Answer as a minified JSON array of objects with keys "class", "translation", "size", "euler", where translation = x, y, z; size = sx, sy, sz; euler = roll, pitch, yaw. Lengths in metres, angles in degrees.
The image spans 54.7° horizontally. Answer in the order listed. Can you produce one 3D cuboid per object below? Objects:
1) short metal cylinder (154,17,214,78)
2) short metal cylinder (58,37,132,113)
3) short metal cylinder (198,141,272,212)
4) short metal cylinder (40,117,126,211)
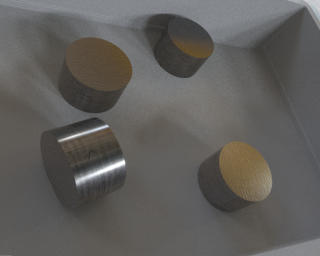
[{"class":"short metal cylinder","translation":[0.037,-0.126,0.488],"size":[0.081,0.050,0.080],"euler":[14,56,-21]},{"class":"short metal cylinder","translation":[-0.081,-0.065,0.387],"size":[0.081,0.050,0.080],"euler":[14,56,-21]},{"class":"short metal cylinder","translation":[0.097,0.064,0.405],"size":[0.081,0.050,0.080],"euler":[14,56,-21]},{"class":"short metal cylinder","translation":[-0.078,0.034,0.308],"size":[0.050,0.080,0.080],"euler":[-20,73,-36]}]
